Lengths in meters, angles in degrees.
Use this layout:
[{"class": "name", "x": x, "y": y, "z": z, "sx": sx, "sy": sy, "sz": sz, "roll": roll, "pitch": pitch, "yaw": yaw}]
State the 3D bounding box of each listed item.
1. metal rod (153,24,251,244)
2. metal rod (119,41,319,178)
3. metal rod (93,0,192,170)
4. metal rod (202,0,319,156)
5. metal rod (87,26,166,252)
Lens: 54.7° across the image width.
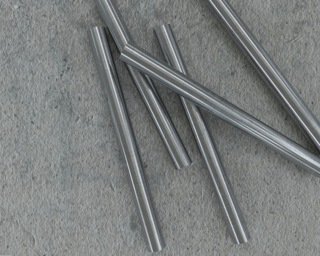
[{"class": "metal rod", "x": 0.055, "y": 0.008, "z": 0.410, "sx": 0.025, "sy": 0.025, "sz": 0.299, "roll": -21, "pitch": 90, "yaw": 0}, {"class": "metal rod", "x": 0.087, "y": -0.019, "z": 0.391, "sx": 0.301, "sy": 0.025, "sz": 0.025, "roll": 30, "pitch": 90, "yaw": -8}, {"class": "metal rod", "x": -0.034, "y": -0.085, "z": 0.409, "sx": 0.025, "sy": 0.025, "sz": 0.299, "roll": -26, "pitch": 90, "yaw": 0}, {"class": "metal rod", "x": 0.136, "y": -0.086, "z": 0.410, "sx": 0.025, "sy": 0.025, "sz": 0.299, "roll": -37, "pitch": 90, "yaw": 0}, {"class": "metal rod", "x": -0.044, "y": 0.015, "z": 0.409, "sx": 0.025, "sy": 0.025, "sz": 0.298, "roll": -16, "pitch": 90, "yaw": 0}]
